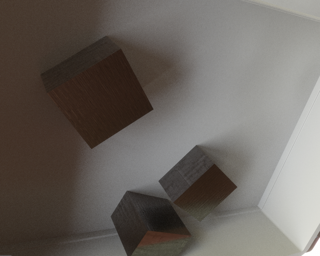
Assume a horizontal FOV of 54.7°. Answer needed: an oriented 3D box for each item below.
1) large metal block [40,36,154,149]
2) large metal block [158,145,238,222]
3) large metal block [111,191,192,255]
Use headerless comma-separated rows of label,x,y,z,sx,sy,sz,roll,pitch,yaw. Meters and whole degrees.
large metal block,-0.066,-0.038,0.333,0.080,0.050,0.080,-33,129,-7
large metal block,0.059,0.087,0.478,0.080,0.050,0.080,-44,129,2
large metal block,-0.015,0.143,0.454,0.080,0.080,0.050,21,107,-36
